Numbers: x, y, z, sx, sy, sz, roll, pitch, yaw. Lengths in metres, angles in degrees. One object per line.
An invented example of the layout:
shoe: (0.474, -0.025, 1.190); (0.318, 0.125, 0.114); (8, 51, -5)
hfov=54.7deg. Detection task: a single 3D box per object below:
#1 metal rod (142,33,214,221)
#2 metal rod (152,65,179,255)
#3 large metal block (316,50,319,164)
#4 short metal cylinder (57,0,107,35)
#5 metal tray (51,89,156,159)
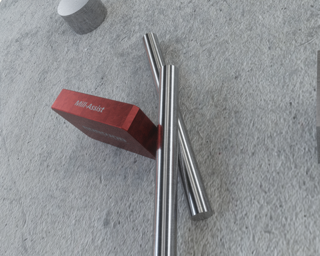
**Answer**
metal rod: (0.014, -0.025, 0.410); (0.025, 0.025, 0.299); (-24, 53, 13)
metal rod: (0.007, 0.065, 0.336); (0.025, 0.025, 0.299); (-8, 65, 23)
large metal block: (0.175, -0.018, 0.288); (0.050, 0.080, 0.080); (0, 62, 28)
short metal cylinder: (-0.151, -0.231, 0.606); (0.080, 0.050, 0.080); (-13, 56, 20)
metal tray: (-0.064, -0.005, 0.396); (0.130, 0.090, 0.030); (15, 70, 33)
